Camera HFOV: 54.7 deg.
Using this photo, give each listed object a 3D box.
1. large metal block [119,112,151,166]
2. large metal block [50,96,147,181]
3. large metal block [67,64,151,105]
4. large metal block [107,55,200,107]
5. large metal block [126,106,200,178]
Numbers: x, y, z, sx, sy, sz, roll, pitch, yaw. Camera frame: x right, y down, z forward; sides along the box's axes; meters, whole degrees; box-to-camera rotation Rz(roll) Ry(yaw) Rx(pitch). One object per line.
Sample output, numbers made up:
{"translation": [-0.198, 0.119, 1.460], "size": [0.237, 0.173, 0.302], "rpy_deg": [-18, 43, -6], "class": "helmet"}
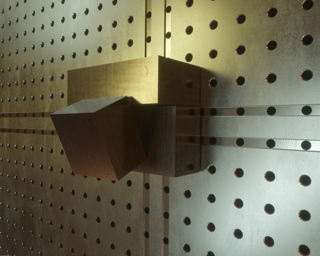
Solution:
{"translation": [-0.060, 0.012, 0.438], "size": [0.080, 0.050, 0.079], "rpy_deg": [1, 91, 39], "class": "large metal block"}
{"translation": [-0.072, 0.011, 0.363], "size": [0.080, 0.050, 0.080], "rpy_deg": [0, 114, 39], "class": "large metal block"}
{"translation": [-0.069, -0.053, 0.427], "size": [0.080, 0.081, 0.050], "rpy_deg": [1, 91, 39], "class": "large metal block"}
{"translation": [-0.007, -0.051, 0.376], "size": [0.080, 0.081, 0.050], "rpy_deg": [1, 91, 39], "class": "large metal block"}
{"translation": [0.002, 0.014, 0.386], "size": [0.080, 0.050, 0.079], "rpy_deg": [1, 91, 39], "class": "large metal block"}
